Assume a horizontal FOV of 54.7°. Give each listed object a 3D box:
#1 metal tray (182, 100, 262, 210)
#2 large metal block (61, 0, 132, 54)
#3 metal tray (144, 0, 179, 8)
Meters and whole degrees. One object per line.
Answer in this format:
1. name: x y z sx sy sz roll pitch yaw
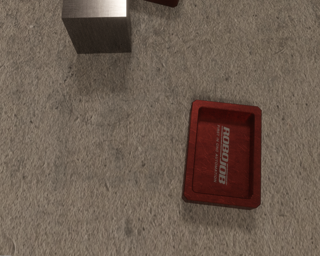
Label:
1. metal tray: 0.079 0.032 0.394 0.091 0.030 0.130 7 70 2
2. large metal block: -0.083 -0.148 0.432 0.081 0.080 0.050 -2 70 -1
3. metal tray: -0.023 -0.252 0.497 0.131 0.030 0.090 16 71 5
